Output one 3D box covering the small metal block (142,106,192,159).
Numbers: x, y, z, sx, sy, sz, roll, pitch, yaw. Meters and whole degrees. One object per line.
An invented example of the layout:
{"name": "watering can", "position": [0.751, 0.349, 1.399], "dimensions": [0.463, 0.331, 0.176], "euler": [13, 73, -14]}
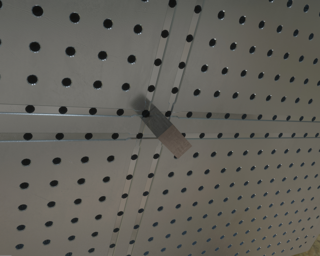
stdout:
{"name": "small metal block", "position": [0.009, 0.006, 0.405], "dimensions": [0.025, 0.050, 0.050], "euler": [-43, 130, 1]}
